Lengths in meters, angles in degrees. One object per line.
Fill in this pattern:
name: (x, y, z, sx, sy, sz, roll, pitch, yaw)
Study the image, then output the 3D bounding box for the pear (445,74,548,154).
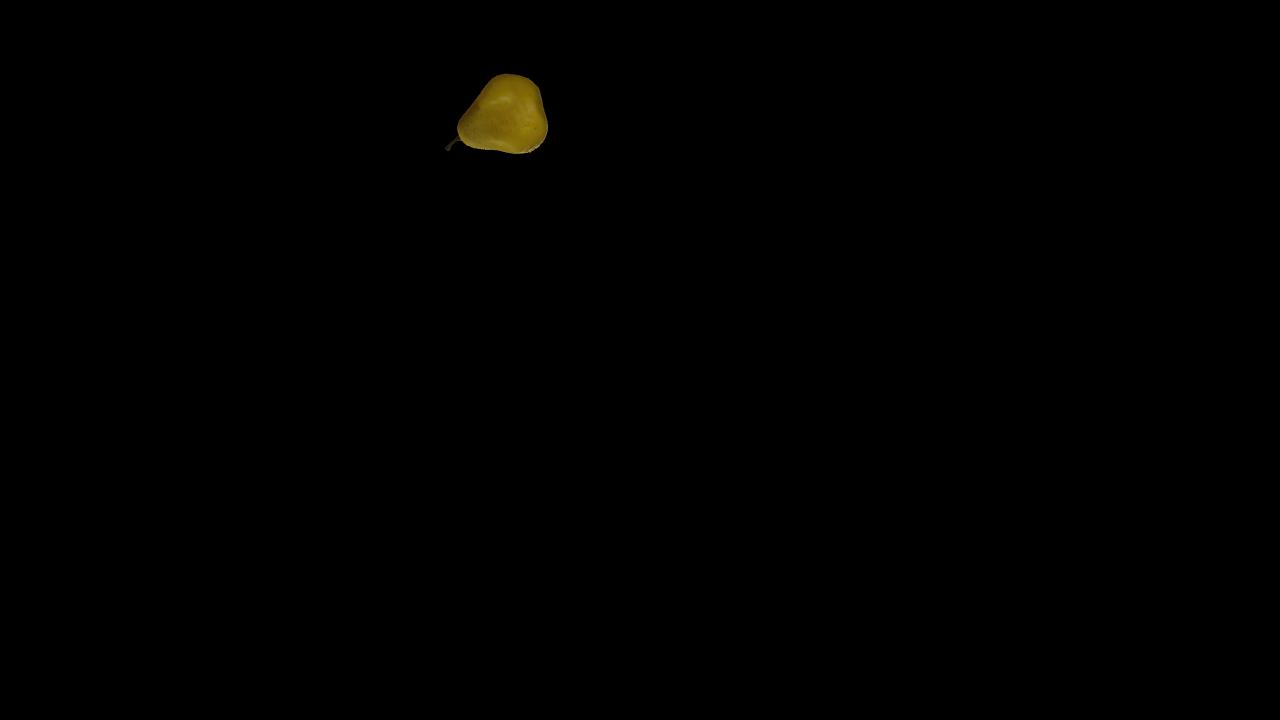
pear: (-0.155, -0.253, 0.648, 0.111, 0.080, 0.080, -12, 0, 0)
